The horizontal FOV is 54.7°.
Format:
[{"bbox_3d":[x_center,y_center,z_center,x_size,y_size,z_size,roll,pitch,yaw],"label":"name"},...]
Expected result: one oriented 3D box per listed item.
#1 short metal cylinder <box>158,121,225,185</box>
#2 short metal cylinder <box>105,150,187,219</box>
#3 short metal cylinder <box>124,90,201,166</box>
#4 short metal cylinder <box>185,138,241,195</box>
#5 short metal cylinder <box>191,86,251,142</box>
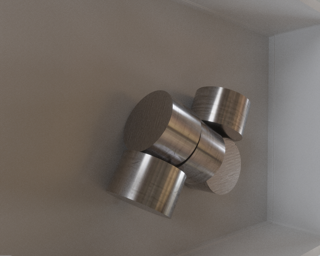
[{"bbox_3d":[0.036,0.027,0.402,0.050,0.080,0.080,34,69,-36],"label":"short metal cylinder"},{"bbox_3d":[-0.016,0.065,0.358,0.080,0.080,0.050,36,68,-35],"label":"short metal cylinder"},{"bbox_3d":[0.002,0.002,0.372,0.050,0.080,0.080,32,70,-36],"label":"short metal cylinder"},{"bbox_3d":[0.073,0.053,0.452,0.081,0.050,0.079,0,90,-40],"label":"short metal cylinder"},{"bbox_3d":[0.083,-0.018,0.441,0.080,0.080,0.050,29,72,-37],"label":"short metal cylinder"}]
